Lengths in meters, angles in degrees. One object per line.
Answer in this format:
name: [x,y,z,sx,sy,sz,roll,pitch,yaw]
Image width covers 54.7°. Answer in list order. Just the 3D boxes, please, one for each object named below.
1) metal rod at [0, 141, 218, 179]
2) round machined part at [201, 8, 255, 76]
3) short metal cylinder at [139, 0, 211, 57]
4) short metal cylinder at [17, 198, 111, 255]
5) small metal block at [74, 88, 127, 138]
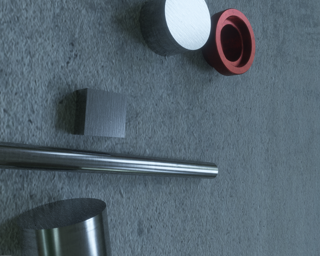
metal rod: [-0.036,0.044,0.374,0.302,0.025,0.025,10,84,-40]
round machined part: [0.101,-0.129,0.478,0.099,0.042,0.097,0,90,-40]
short metal cylinder: [0.021,-0.138,0.405,0.081,0.050,0.079,0,90,-40]
short metal cylinder: [-0.089,0.104,0.295,0.081,0.080,0.050,-9,96,-40]
small metal block: [-0.066,-0.016,0.349,0.050,0.025,0.050,6,87,-40]
